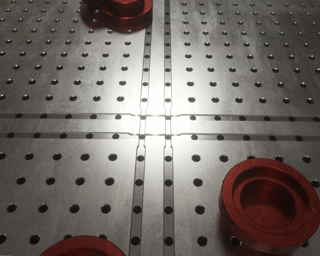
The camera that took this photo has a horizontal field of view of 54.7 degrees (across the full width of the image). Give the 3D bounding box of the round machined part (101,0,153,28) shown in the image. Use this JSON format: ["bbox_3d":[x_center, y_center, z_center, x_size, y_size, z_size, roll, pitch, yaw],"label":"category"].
[{"bbox_3d":[-0.063,-0.238,0.596,0.099,0.042,0.098,0,50,0],"label":"round machined part"}]

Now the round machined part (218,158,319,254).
[{"bbox_3d":[0.111,0.084,0.328,0.099,0.042,0.098,0,50,0],"label":"round machined part"}]

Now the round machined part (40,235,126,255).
[{"bbox_3d":[-0.069,0.149,0.270,0.099,0.042,0.098,0,50,0],"label":"round machined part"}]

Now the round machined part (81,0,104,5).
[{"bbox_3d":[-0.117,-0.285,0.611,0.042,0.098,0.098,32,47,-21],"label":"round machined part"}]
